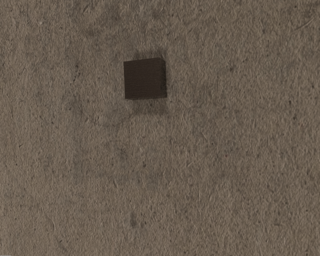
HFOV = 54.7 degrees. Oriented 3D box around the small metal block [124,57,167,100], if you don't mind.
[{"bbox_3d":[-0.020,-0.065,0.415,0.050,0.025,0.050,-3,89,19],"label":"small metal block"}]
